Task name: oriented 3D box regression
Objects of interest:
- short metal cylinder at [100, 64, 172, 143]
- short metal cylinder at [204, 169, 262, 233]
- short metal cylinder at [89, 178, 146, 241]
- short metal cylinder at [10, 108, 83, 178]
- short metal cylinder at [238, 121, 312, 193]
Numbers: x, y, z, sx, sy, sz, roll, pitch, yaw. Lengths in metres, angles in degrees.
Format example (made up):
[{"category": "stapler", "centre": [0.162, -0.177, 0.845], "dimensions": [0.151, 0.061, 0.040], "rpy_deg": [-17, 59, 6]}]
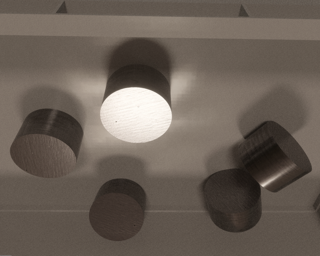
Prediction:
[{"category": "short metal cylinder", "centre": [-0.027, -0.028, 0.368], "dimensions": [0.081, 0.050, 0.079], "rpy_deg": [0, 130, 0]}, {"category": "short metal cylinder", "centre": [0.111, 0.108, 0.467], "dimensions": [0.080, 0.080, 0.050], "rpy_deg": [-11, 129, 8]}, {"category": "short metal cylinder", "centre": [-0.064, 0.125, 0.479], "dimensions": [0.081, 0.050, 0.079], "rpy_deg": [0, 105, 1]}, {"category": "short metal cylinder", "centre": [-0.146, 0.021, 0.408], "dimensions": [0.081, 0.050, 0.079], "rpy_deg": [0, 130, 0]}, {"category": "short metal cylinder", "centre": [0.150, 0.037, 0.407], "dimensions": [0.080, 0.080, 0.050], "rpy_deg": [31, 123, -24]}]
